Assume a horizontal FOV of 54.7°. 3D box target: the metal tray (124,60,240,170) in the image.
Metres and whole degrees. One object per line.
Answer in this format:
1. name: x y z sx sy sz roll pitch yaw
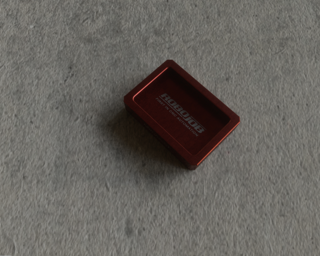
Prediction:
1. metal tray: 0.027 -0.020 0.412 0.130 0.030 0.090 43 75 14
